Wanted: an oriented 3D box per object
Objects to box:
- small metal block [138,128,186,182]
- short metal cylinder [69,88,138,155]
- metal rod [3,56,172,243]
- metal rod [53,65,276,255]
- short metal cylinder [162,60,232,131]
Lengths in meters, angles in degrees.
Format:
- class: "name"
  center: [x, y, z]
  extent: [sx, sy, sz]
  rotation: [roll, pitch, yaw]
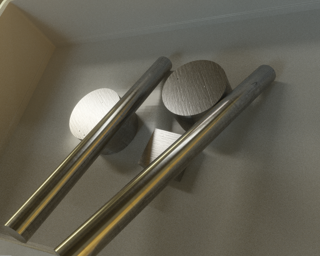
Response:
- class: "small metal block"
  center: [0.009, 0.033, 0.380]
  extent: [0.050, 0.025, 0.050]
  rotation: [14, 69, 33]
- class: "short metal cylinder"
  center: [-0.078, -0.009, 0.434]
  extent: [0.080, 0.050, 0.080]
  rotation: [-13, 56, 20]
- class: "metal rod"
  center: [-0.059, -0.002, 0.364]
  extent: [0.025, 0.025, 0.301]
  rotation: [5, 41, 30]
- class: "metal rod"
  center: [0.031, 0.016, 0.302]
  extent: [0.025, 0.025, 0.302]
  rotation: [25, 50, 36]
- class: "short metal cylinder"
  center: [0.050, -0.037, 0.386]
  extent: [0.080, 0.050, 0.080]
  rotation: [-13, 56, 20]
